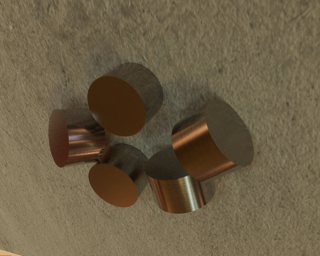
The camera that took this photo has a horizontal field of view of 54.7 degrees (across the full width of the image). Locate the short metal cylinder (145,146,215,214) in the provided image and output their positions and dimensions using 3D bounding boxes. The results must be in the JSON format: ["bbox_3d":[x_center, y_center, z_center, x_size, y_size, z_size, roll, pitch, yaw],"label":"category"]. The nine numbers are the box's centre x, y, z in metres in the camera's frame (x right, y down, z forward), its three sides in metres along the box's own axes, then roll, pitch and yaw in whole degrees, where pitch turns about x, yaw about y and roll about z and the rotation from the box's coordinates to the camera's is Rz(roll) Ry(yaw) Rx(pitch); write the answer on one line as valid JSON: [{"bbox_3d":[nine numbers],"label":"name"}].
[{"bbox_3d":[0.026,0.062,0.395,0.080,0.080,0.050,-2,117,29],"label":"short metal cylinder"}]

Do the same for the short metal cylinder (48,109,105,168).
[{"bbox_3d":[-0.118,0.012,0.435,0.080,0.050,0.079,9,101,52],"label":"short metal cylinder"}]

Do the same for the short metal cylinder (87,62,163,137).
[{"bbox_3d":[-0.043,-0.036,0.389,0.080,0.050,0.079,13,124,20],"label":"short metal cylinder"}]

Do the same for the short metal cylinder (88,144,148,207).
[{"bbox_3d":[-0.058,0.071,0.462,0.080,0.050,0.079,13,125,19],"label":"short metal cylinder"}]

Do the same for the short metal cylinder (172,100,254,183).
[{"bbox_3d":[0.060,0.015,0.348,0.050,0.080,0.080,-34,99,38],"label":"short metal cylinder"}]
